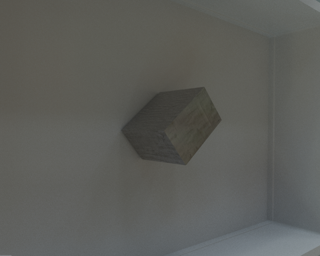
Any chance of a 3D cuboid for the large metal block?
[{"bbox_3d":[0.014,-0.004,0.381,0.080,0.080,0.050,-47,119,-30],"label":"large metal block"}]
